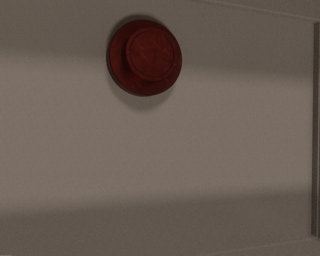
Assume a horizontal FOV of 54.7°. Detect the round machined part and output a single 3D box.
[{"bbox_3d":[-0.016,-0.090,0.396,0.099,0.042,0.097,0,90,-21],"label":"round machined part"}]
